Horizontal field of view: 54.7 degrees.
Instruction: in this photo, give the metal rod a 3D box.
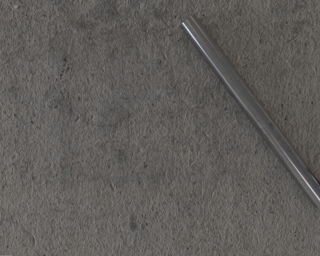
[{"bbox_3d":[0.126,-0.021,0.410,0.025,0.025,0.299,-37,90,0],"label":"metal rod"}]
